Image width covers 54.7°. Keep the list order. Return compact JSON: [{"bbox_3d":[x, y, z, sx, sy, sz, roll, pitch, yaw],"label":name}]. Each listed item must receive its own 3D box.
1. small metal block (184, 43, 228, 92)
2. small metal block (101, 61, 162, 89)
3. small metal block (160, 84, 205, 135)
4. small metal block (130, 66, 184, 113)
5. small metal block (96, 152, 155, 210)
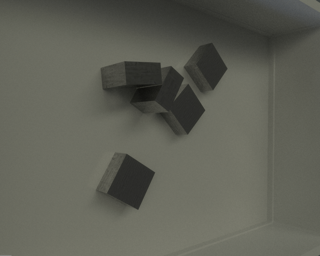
[{"bbox_3d":[0.070,-0.091,0.468,0.050,0.025,0.050,51,60,-28],"label":"small metal block"},{"bbox_3d":[-0.034,-0.061,0.364,0.050,0.050,0.025,-8,95,-40],"label":"small metal block"},{"bbox_3d":[0.030,-0.026,0.434,0.050,0.025,0.050,-52,121,-27],"label":"small metal block"},{"bbox_3d":[-0.004,-0.047,0.389,0.025,0.050,0.050,37,67,-34],"label":"small metal block"},{"bbox_3d":[-0.040,0.064,0.375,0.050,0.025,0.050,39,66,-34],"label":"small metal block"}]
